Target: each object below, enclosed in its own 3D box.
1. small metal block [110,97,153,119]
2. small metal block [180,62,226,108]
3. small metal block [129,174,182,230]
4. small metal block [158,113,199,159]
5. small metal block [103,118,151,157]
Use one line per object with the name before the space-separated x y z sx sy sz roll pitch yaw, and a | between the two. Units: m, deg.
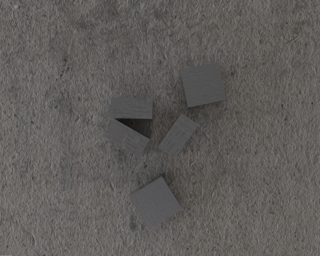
small metal block | -0.034 -0.024 0.397 0.050 0.050 0.025 1 90 0
small metal block | 0.056 -0.056 0.410 0.050 0.025 0.050 -12 90 0
small metal block | -0.006 0.096 0.410 0.050 0.025 0.050 -31 90 0
small metal block | 0.022 0.009 0.398 0.025 0.050 0.050 35 90 0
small metal block | -0.040 0.012 0.397 0.050 0.050 0.025 30 90 0
